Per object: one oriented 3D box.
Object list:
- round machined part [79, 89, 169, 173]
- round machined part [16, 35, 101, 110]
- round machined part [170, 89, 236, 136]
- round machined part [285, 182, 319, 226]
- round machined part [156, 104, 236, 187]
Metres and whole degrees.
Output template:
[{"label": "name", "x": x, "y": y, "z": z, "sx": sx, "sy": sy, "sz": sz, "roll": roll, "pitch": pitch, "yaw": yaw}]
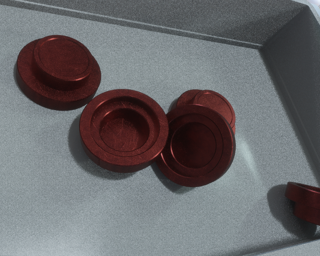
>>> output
[{"label": "round machined part", "x": -0.042, "y": 0.007, "z": 0.358, "sx": 0.099, "sy": 0.042, "sz": 0.098, "roll": 5, "pitch": 61, "yaw": -9}, {"label": "round machined part", "x": -0.119, "y": -0.073, "z": 0.375, "sx": 0.099, "sy": 0.042, "sz": 0.098, "roll": 14, "pitch": 56, "yaw": -21}, {"label": "round machined part", "x": 0.067, "y": -0.015, "z": 0.440, "sx": 0.099, "sy": 0.042, "sz": 0.098, "roll": 14, "pitch": 56, "yaw": -21}, {"label": "round machined part", "x": 0.222, "y": 0.108, "z": 0.423, "sx": 0.099, "sy": 0.098, "sz": 0.042, "roll": 13, "pitch": 90, "yaw": -21}, {"label": "round machined part", "x": 0.044, "y": 0.021, "z": 0.382, "sx": 0.098, "sy": 0.098, "sz": 0.042, "roll": 61, "pitch": 17, "yaw": 15}]
